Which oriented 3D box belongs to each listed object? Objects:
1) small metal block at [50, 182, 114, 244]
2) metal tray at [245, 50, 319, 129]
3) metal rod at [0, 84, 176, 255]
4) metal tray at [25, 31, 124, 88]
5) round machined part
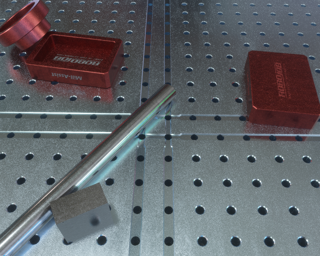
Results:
[{"bbox_3d":[-0.078,0.088,0.317,0.050,0.050,0.025,-20,53,-17],"label":"small metal block"},{"bbox_3d":[0.176,-0.061,0.458,0.091,0.030,0.130,6,50,5],"label":"metal tray"},{"bbox_3d":[-0.076,0.038,0.374,0.025,0.025,0.301,30,56,22],"label":"metal rod"},{"bbox_3d":[-0.132,-0.112,0.496,0.131,0.030,0.090,8,50,6],"label":"metal tray"},{"bbox_3d":[-0.222,-0.167,0.516,0.098,0.042,0.098,-22,40,21],"label":"round machined part"}]
